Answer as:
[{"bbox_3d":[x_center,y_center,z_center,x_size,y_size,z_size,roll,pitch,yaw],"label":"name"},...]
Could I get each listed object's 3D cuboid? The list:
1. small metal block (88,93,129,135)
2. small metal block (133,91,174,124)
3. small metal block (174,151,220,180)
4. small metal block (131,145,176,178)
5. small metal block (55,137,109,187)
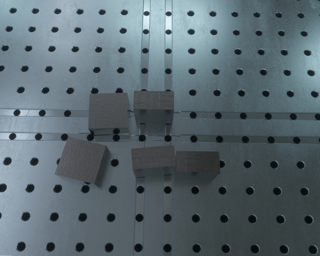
[{"bbox_3d":[-0.068,-0.019,0.418,0.050,0.025,0.050,-2,70,-1],"label":"small metal block"},{"bbox_3d":[-0.008,-0.026,0.408,0.050,0.050,0.025,1,70,0],"label":"small metal block"},{"bbox_3d":[0.044,0.047,0.382,0.050,0.050,0.025,1,70,0],"label":"small metal block"},{"bbox_3d":[-0.008,0.042,0.383,0.050,0.050,0.025,-5,70,-2],"label":"small metal block"},{"bbox_3d":[-0.098,0.043,0.395,0.050,0.025,0.050,13,70,4],"label":"small metal block"}]
